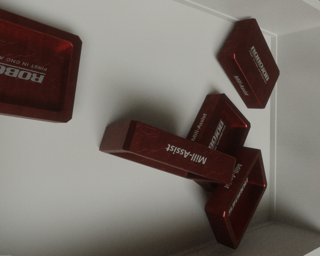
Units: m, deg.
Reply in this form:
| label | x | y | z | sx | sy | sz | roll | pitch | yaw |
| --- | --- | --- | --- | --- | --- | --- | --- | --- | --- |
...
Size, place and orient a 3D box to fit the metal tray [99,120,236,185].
| label | x | y | z | sx | sy | sz | roll | pitch | yaw |
| --- | --- | --- | --- | --- | --- | --- | --- | --- | --- |
| metal tray | 0.007 | 0.030 | 0.350 | 0.131 | 0.090 | 0.030 | 21 | 77 | -24 |

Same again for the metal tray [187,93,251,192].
| label | x | y | z | sx | sy | sz | roll | pitch | yaw |
| --- | --- | --- | --- | --- | --- | --- | --- | --- | --- |
| metal tray | 0.085 | 0.023 | 0.474 | 0.090 | 0.030 | 0.130 | 41 | 65 | -32 |

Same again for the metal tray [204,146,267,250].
| label | x | y | z | sx | sy | sz | roll | pitch | yaw |
| --- | --- | --- | --- | --- | --- | --- | --- | --- | --- |
| metal tray | 0.120 | 0.102 | 0.468 | 0.131 | 0.030 | 0.090 | -49 | 132 | -33 |

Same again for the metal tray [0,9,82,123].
| label | x | y | z | sx | sy | sz | roll | pitch | yaw |
| --- | --- | --- | --- | --- | --- | --- | --- | --- | --- |
| metal tray | -0.143 | -0.058 | 0.283 | 0.131 | 0.030 | 0.090 | 10 | 84 | -40 |

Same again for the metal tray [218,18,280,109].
| label | x | y | z | sx | sy | sz | roll | pitch | yaw |
| --- | --- | --- | --- | --- | --- | --- | --- | --- | --- |
| metal tray | 0.155 | -0.105 | 0.524 | 0.130 | 0.030 | 0.090 | 47 | 62 | -36 |
